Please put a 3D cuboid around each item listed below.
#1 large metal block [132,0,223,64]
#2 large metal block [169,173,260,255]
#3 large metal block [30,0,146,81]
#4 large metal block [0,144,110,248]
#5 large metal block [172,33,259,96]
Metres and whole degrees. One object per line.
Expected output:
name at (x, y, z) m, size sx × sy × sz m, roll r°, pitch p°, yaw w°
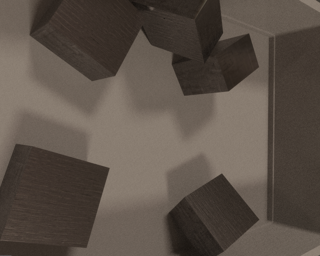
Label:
large metal block at (0.025, -0.131, 0.369) m, size 0.050 × 0.080 × 0.080 m, roll -59°, pitch 156°, yaw -12°
large metal block at (0.075, 0.122, 0.431) m, size 0.081 × 0.050 × 0.080 m, roll -22°, pitch 66°, yaw -38°
large metal block at (-0.074, -0.108, 0.330) m, size 0.080 × 0.050 × 0.080 m, roll 37°, pitch 67°, yaw -34°
large metal block at (-0.107, 0.066, 0.302) m, size 0.080 × 0.050 × 0.080 m, roll 24°, pitch 75°, yaw -38°
large metal block at (0.079, -0.088, 0.439) m, size 0.080 × 0.080 × 0.050 m, roll -37°, pitch 113°, yaw -34°
